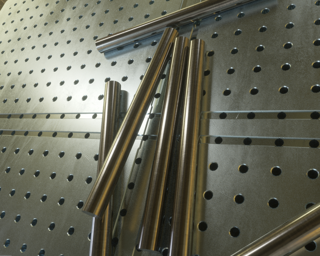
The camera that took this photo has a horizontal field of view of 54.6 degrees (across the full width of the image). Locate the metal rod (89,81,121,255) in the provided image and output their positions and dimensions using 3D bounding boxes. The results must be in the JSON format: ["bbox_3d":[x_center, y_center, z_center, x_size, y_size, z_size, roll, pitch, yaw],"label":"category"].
[{"bbox_3d":[-0.071,0.060,0.409,0.025,0.025,0.300,-15,56,20],"label":"metal rod"}]

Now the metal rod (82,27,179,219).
[{"bbox_3d":[-0.030,-0.025,0.423,0.025,0.025,0.300,4,58,30],"label":"metal rod"}]

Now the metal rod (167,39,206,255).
[{"bbox_3d":[0.037,0.009,0.383,0.025,0.025,0.300,-6,59,25],"label":"metal rod"}]

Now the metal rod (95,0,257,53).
[{"bbox_3d":[0.029,-0.177,0.502,0.300,0.025,0.025,-13,56,21],"label":"metal rod"}]

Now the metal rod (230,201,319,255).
[{"bbox_3d":[0.099,0.113,0.286,0.300,0.025,0.025,-34,51,5],"label":"metal rod"}]

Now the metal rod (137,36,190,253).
[{"bbox_3d":[0.011,0.001,0.402,0.025,0.025,0.300,-4,59,26],"label":"metal rod"}]
